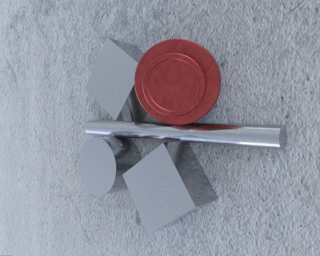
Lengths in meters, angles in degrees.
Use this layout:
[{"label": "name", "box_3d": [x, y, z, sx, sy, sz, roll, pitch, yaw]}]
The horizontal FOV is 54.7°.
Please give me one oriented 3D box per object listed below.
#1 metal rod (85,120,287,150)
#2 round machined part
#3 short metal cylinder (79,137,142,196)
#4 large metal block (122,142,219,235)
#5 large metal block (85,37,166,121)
[{"label": "metal rod", "box_3d": [0.006, 0.004, 0.401, 0.300, 0.025, 0.025, 3, 92, 39]}, {"label": "round machined part", "box_3d": [0.018, -0.050, 0.348, 0.098, 0.042, 0.097, 3, 105, 11]}, {"label": "short metal cylinder", "box_3d": [-0.072, 0.053, 0.447, 0.080, 0.050, 0.079, 0, 90, 39]}, {"label": "large metal block", "box_3d": [0.011, 0.071, 0.379, 0.080, 0.050, 0.080, -40, 66, 32]}, {"label": "large metal block", "box_3d": [-0.048, -0.065, 0.424, 0.080, 0.050, 0.080, 44, 116, 31]}]
